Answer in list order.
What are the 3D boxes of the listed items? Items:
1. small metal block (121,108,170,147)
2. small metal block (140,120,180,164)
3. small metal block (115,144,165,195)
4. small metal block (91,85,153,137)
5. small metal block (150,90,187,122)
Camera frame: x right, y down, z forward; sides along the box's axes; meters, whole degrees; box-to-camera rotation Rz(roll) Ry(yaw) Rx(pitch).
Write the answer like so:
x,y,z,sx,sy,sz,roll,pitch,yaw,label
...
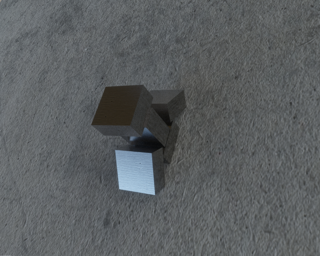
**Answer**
x,y,z,sx,sy,sz,roll,pitch,yaw,label
-0.023,-0.001,0.368,0.050,0.050,0.025,3,63,29,small metal block
-0.007,0.017,0.398,0.050,0.025,0.050,3,63,29,small metal block
-0.023,0.049,0.370,0.050,0.025,0.050,2,103,29,small metal block
-0.041,-0.019,0.341,0.050,0.025,0.050,1,62,28,small metal block
0.000,-0.030,0.407,0.050,0.025,0.050,3,27,29,small metal block
